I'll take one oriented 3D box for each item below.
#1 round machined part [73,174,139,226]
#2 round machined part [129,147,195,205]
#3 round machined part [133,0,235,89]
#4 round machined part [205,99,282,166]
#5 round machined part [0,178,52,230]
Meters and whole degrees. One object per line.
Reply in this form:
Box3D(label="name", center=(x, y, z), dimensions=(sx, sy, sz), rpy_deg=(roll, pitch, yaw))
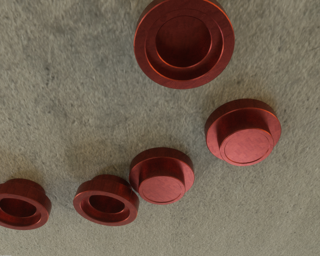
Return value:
Box3D(label="round machined part", center=(-0.080, 0.109, 0.482), dimensions=(0.099, 0.042, 0.097), rpy_deg=(4, 133, 5))
Box3D(label="round machined part", center=(0.003, 0.078, 0.463), dimensions=(0.099, 0.042, 0.097), rpy_deg=(-1, 130, 0))
Box3D(label="round machined part", center=(0.023, -0.092, 0.318), dimensions=(0.099, 0.042, 0.097), rpy_deg=(-1, 130, 0))
Box3D(label="round machined part", center=(0.110, 0.013, 0.409), dimensions=(0.099, 0.042, 0.097), rpy_deg=(-1, 130, 0))
Box3D(label="round machined part", center=(-0.222, 0.118, 0.493), dimensions=(0.099, 0.042, 0.097), rpy_deg=(-1, 130, 0))
